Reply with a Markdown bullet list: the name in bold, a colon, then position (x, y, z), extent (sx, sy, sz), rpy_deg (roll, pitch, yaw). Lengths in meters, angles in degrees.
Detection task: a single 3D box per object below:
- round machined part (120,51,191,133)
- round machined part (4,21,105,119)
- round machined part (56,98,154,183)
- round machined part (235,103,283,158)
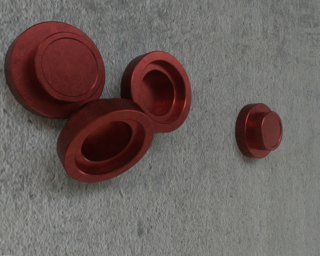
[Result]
- **round machined part**: position (-0.009, -0.042, 0.383), extent (0.099, 0.042, 0.097), rpy_deg (2, 86, -43)
- **round machined part**: position (-0.098, -0.058, 0.311), extent (0.099, 0.042, 0.097), rpy_deg (0, 90, -40)
- **round machined part**: position (-0.059, 0.008, 0.323), extent (0.099, 0.042, 0.097), rpy_deg (-24, 141, -20)
- **round machined part**: position (0.179, 0.005, 0.544), extent (0.099, 0.042, 0.097), rpy_deg (0, 90, -40)
